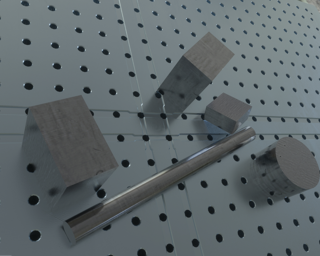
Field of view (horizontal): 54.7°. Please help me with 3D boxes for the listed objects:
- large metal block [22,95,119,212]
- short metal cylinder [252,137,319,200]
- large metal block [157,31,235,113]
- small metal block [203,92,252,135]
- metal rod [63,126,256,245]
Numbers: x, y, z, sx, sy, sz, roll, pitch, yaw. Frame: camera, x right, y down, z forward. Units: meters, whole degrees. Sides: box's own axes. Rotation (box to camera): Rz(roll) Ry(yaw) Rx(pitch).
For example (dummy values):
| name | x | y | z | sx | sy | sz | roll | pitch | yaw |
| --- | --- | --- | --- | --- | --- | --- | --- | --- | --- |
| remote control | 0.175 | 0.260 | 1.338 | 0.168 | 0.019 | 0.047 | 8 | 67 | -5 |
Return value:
| name | x | y | z | sx | sy | sz | roll | pitch | yaw |
| --- | --- | --- | --- | --- | --- | --- | --- | --- | --- |
| large metal block | -0.093 | 0.027 | 0.307 | 0.050 | 0.080 | 0.080 | -20 | 73 | -36 |
| short metal cylinder | 0.185 | 0.060 | 0.458 | 0.081 | 0.050 | 0.080 | 14 | 56 | -21 |
| large metal block | 0.052 | -0.081 | 0.452 | 0.050 | 0.080 | 0.080 | 42 | 51 | 0 |
| small metal block | 0.102 | -0.023 | 0.467 | 0.050 | 0.025 | 0.050 | 31 | 46 | 25 |
| metal rod | 0.025 | 0.055 | 0.389 | 0.302 | 0.025 | 0.025 | -22 | 74 | -36 |
